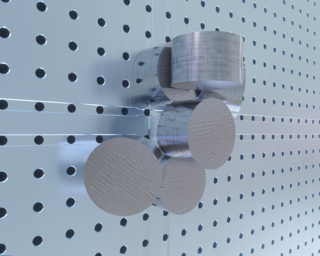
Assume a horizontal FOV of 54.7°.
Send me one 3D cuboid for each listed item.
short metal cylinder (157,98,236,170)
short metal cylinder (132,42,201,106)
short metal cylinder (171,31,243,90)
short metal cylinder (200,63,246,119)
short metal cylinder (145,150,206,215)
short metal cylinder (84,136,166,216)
[{"bbox_3d":[0.043,0.006,0.362,0.081,0.050,0.079,0,90,-40],"label":"short metal cylinder"},{"bbox_3d":[0.012,-0.069,0.402,0.081,0.050,0.079,-1,91,-40],"label":"short metal cylinder"},{"bbox_3d":[0.053,-0.073,0.350,0.081,0.080,0.050,0,90,-40],"label":"short metal cylinder"},{"bbox_3d":[0.084,-0.055,0.434,0.050,0.080,0.080,8,83,1],"label":"short metal cylinder"},{"bbox_3d":[0.014,0.067,0.403,0.081,0.050,0.079,-1,92,-40],"label":"short metal cylinder"},{"bbox_3d":[-0.035,0.048,0.336,0.050,0.080,0.079,-16,104,-84],"label":"short metal cylinder"}]
